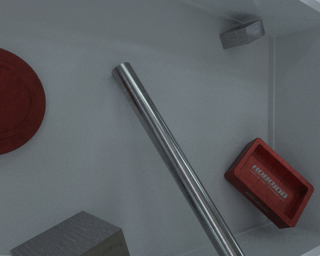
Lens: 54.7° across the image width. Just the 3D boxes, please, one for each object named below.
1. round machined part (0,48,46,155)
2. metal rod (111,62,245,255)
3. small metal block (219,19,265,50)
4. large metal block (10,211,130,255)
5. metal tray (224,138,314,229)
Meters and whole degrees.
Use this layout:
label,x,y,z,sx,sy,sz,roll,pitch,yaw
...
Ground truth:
label,x,y,z,sx,sy,sz,roll,pitch,yaw
round machined part,-0.149,-0.024,0.271,0.099,0.042,0.097,0,90,-40
metal rod,0.029,0.056,0.355,0.025,0.025,0.299,-26,82,-37
small metal block,0.134,-0.153,0.506,0.050,0.050,0.025,-34,112,-35
large metal block,-0.085,0.130,0.301,0.081,0.080,0.050,-24,105,-38
metal tray,0.184,0.091,0.518,0.130,0.030,0.090,43,61,3
